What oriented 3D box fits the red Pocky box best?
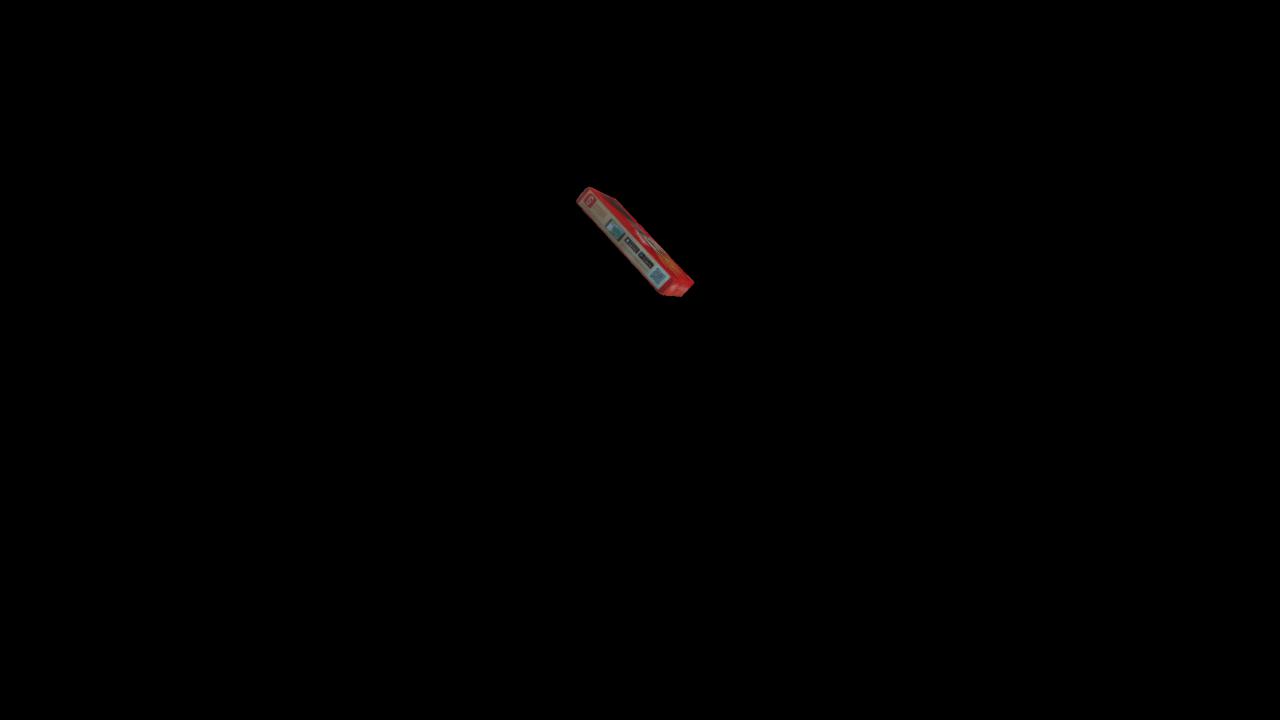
[{"bbox_3d":[-0.004,-0.139,0.733,0.028,0.155,0.083,-45,-11,17],"label":"red Pocky box"}]
